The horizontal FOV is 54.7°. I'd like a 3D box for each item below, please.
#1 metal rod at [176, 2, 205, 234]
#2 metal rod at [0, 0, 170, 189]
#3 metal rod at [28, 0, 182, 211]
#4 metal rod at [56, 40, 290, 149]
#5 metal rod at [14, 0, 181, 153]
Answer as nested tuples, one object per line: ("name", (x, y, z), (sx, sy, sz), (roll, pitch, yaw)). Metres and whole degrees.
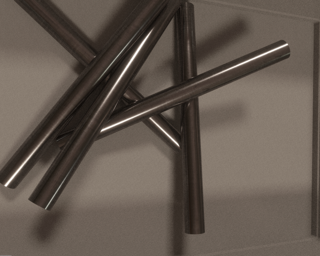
("metal rod", (0.039, -0.018, 0.404), (0.025, 0.025, 0.298), (1, 82, -20))
("metal rod", (-0.080, -0.057, 0.357), (0.025, 0.025, 0.300), (40, 86, -16))
("metal rod", (-0.053, -0.046, 0.362), (0.025, 0.025, 0.300), (35, 71, -17))
("metal rod", (0.020, -0.040, 0.381), (0.302, 0.025, 0.025), (-24, 99, -5))
("metal rod", (-0.075, -0.075, 0.383), (0.300, 0.025, 0.025), (44, 76, -15))
